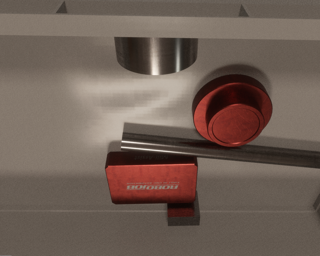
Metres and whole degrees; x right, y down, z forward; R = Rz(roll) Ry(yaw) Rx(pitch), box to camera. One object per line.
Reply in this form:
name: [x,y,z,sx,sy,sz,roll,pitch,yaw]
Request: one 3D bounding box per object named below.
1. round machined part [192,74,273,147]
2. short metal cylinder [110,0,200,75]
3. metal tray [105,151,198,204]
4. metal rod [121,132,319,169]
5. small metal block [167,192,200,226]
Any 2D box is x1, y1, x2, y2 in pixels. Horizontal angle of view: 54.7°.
round machined part: [0.091,-0.014,0.387,0.099,0.042,0.097,-1,130,0]
short metal cylinder: [-0.004,-0.093,0.294,0.081,0.080,0.050,-1,130,0]
metal tray: [-0.011,0.076,0.471,0.131,0.030,0.089,-1,130,0]
metal rod: [0.097,0.033,0.438,0.302,0.025,0.025,6,130,-6]
small metal block: [0.037,0.130,0.505,0.050,0.050,0.025,-1,130,1]
